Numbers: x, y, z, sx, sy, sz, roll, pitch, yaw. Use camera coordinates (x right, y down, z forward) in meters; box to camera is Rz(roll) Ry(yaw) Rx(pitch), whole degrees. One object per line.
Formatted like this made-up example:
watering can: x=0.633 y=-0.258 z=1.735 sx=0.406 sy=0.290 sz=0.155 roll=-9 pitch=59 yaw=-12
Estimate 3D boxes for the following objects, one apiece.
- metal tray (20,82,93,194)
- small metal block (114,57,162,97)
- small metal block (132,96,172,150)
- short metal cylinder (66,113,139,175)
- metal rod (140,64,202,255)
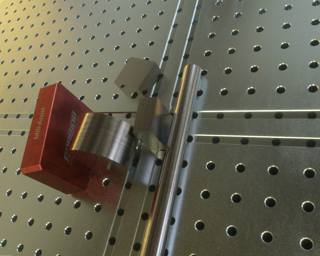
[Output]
metal tray: x=-0.133 y=0.015 z=0.425 sx=0.030 sy=0.090 sz=0.130 roll=-14 pitch=56 yaw=20
small metal block: x=-0.033 y=-0.078 z=0.472 sx=0.050 sy=0.025 sz=0.050 roll=20 pitch=72 yaw=35
small metal block: x=-0.008 y=-0.005 z=0.398 sx=0.025 sy=0.050 sz=0.050 roll=-5 pitch=60 yaw=25
short metal cylinder: x=-0.071 y=0.022 z=0.395 sx=0.080 sy=0.080 sz=0.050 roll=2 pitch=63 yaw=29
metal rod: x=0.013 y=0.051 z=0.369 sx=0.025 sy=0.025 sz=0.300 roll=0 pitch=61 yaw=28
